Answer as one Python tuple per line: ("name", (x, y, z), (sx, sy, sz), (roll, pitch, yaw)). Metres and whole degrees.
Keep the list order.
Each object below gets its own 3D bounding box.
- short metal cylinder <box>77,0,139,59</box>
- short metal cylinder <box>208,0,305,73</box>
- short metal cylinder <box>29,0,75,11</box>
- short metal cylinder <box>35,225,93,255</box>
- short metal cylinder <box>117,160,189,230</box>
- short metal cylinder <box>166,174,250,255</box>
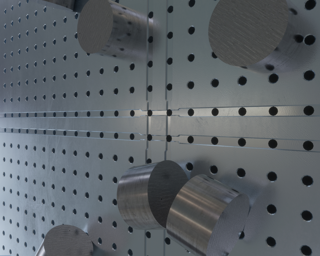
("short metal cylinder", (-0.077, -0.145, 0.457), (0.080, 0.050, 0.079), (0, 90, 40))
("short metal cylinder", (0.097, -0.099, 0.313), (0.080, 0.050, 0.079), (0, 90, 40))
("short metal cylinder", (-0.184, -0.236, 0.526), (0.080, 0.081, 0.050), (22, 104, 38))
("short metal cylinder", (-0.156, 0.206, 0.503), (0.080, 0.081, 0.050), (46, 118, 30))
("short metal cylinder", (-0.005, 0.082, 0.378), (0.050, 0.081, 0.080), (-16, 80, 39))
("short metal cylinder", (0.052, 0.096, 0.330), (0.050, 0.081, 0.079), (22, 104, 38))
